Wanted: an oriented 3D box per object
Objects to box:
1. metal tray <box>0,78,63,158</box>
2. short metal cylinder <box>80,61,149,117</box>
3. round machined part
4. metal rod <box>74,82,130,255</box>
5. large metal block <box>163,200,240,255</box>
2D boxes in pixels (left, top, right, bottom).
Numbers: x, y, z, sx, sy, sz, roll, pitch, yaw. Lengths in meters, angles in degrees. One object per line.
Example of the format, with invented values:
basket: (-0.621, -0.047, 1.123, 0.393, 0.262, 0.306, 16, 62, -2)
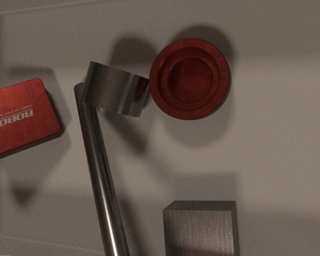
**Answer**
metal tray: (-0.220, -0.009, 0.446, 0.131, 0.030, 0.090, -22, 82, -18)
short metal cylinder: (-0.057, -0.050, 0.400, 0.080, 0.080, 0.050, 19, 97, 18)
round machined part: (0.040, -0.058, 0.387, 0.098, 0.042, 0.097, 0, 90, 19)
metal rod: (-0.070, 0.061, 0.371, 0.025, 0.025, 0.299, -31, 56, 17)
large metal block: (0.052, 0.134, 0.378, 0.080, 0.050, 0.080, -4, 89, 19)
